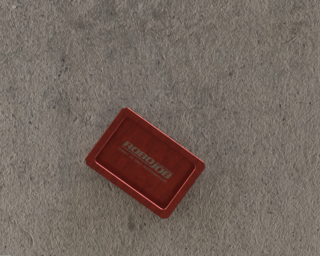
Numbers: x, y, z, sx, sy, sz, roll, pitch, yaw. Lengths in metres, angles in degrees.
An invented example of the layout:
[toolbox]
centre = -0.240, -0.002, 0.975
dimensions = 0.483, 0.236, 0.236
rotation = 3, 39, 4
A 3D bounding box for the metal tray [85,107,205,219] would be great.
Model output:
[metal tray]
centre = -0.019, 0.045, 0.408
dimensions = 0.130, 0.030, 0.090
rotation = 36, 90, -1
